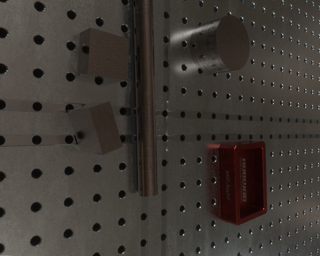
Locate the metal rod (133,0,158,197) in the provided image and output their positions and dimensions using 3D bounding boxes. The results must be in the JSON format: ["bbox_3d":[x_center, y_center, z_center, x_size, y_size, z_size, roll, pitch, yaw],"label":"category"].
[{"bbox_3d":[-0.019,-0.064,0.394,0.025,0.025,0.298,-3,92,-40],"label":"metal rod"}]

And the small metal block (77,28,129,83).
[{"bbox_3d":[-0.064,-0.082,0.356,0.050,0.025,0.050,4,87,-40],"label":"small metal block"}]

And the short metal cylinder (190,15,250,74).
[{"bbox_3d":[0.092,-0.125,0.472,0.081,0.050,0.079,0,91,-40],"label":"short metal cylinder"}]

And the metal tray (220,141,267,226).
[{"bbox_3d":[0.145,0.090,0.530,0.091,0.030,0.129,-4,93,-40],"label":"metal tray"}]

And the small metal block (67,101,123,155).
[{"bbox_3d":[-0.071,0.000,0.335,0.025,0.050,0.050,-24,105,-38],"label":"small metal block"}]
